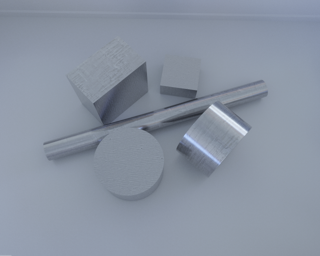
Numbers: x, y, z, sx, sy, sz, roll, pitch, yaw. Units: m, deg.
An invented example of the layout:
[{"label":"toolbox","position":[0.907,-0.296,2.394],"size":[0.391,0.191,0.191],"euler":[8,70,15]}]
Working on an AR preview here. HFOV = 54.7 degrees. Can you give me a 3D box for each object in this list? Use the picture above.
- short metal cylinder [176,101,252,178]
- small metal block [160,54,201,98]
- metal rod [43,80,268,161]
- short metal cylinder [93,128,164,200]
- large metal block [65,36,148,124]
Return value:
[{"label":"short metal cylinder","position":[0.065,0.014,0.375],"size":[0.050,0.080,0.080],"euler":[41,75,13]},{"label":"small metal block","position":[0.029,-0.073,0.435],"size":[0.050,0.025,0.050],"euler":[8,70,2]},{"label":"metal rod","position":[0.000,-0.013,0.413],"size":[0.302,0.025,0.025],"euler":[-16,71,-7]},{"label":"short metal cylinder","position":[-0.036,0.045,0.377],"size":[0.081,0.050,0.080],"euler":[0,70,0]},{"label":"large metal block","position":[-0.063,-0.057,0.400],"size":[0.080,0.080,0.050],"euler":[-42,76,-14]}]
